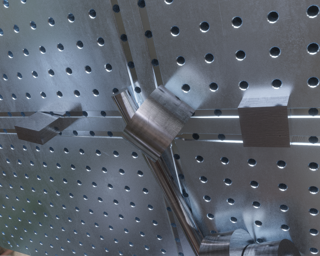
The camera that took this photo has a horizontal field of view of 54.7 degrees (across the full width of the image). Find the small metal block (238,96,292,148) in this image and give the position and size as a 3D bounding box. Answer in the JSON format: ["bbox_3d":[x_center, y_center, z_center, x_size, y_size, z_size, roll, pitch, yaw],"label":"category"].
[{"bbox_3d":[0.118,-0.006,0.345,0.050,0.025,0.050,-1,118,28],"label":"small metal block"}]

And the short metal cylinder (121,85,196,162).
[{"bbox_3d":[-0.001,-0.005,0.373,0.050,0.080,0.080,38,129,3],"label":"short metal cylinder"}]

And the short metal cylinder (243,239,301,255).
[{"bbox_3d":[0.155,0.194,0.414,0.050,0.080,0.080,-28,103,37],"label":"short metal cylinder"}]

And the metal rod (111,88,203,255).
[{"bbox_3d":[0.009,0.080,0.455,0.025,0.025,0.299,-14,112,34],"label":"metal rod"}]

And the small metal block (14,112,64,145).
[{"bbox_3d":[-0.192,-0.001,0.496,0.050,0.050,0.025,11,123,22],"label":"small metal block"}]

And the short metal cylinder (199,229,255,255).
[{"bbox_3d":[0.100,0.188,0.439,0.050,0.080,0.080,-27,104,37],"label":"short metal cylinder"}]
